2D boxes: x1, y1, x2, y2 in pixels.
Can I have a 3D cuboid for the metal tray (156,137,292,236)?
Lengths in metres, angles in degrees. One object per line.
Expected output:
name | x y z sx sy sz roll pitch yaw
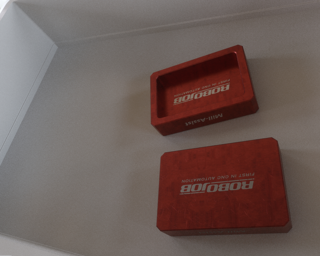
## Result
metal tray | 0.064 0.064 0.330 0.130 0.030 0.090 -10 57 22

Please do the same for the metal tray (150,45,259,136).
metal tray | 0.053 -0.048 0.404 0.130 0.030 0.090 -15 56 19

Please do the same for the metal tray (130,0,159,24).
metal tray | -0.004 -0.255 0.530 0.090 0.030 0.130 -34 33 64
